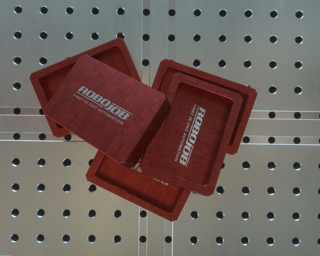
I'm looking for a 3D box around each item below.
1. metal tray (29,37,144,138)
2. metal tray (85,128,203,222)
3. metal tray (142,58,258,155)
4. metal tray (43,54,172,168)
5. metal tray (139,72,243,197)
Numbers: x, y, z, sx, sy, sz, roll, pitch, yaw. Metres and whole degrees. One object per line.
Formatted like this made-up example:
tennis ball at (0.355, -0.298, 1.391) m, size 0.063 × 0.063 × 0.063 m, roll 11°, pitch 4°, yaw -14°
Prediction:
metal tray at (-0.091, -0.052, 0.410) m, size 0.130 × 0.030 × 0.090 m, roll -22°, pitch 90°, yaw 0°
metal tray at (-0.019, 0.054, 0.411) m, size 0.130 × 0.030 × 0.090 m, roll 26°, pitch 90°, yaw 0°
metal tray at (0.050, -0.027, 0.410) m, size 0.131 × 0.030 × 0.090 m, roll 19°, pitch 90°, yaw 1°
metal tray at (-0.064, -0.023, 0.370) m, size 0.130 × 0.030 × 0.090 m, roll 29°, pitch 82°, yaw 22°
metal tray at (0.038, 0.008, 0.380) m, size 0.090 × 0.030 × 0.130 m, roll 20°, pitch 78°, yaw 0°
